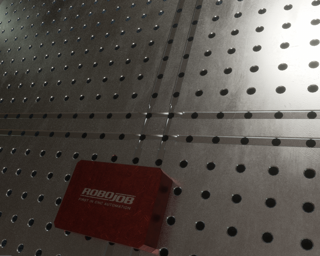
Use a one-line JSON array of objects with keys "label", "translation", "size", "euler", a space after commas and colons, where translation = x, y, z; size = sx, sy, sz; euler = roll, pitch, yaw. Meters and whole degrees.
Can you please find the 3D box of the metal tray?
[{"label": "metal tray", "translation": [-0.058, 0.090, 0.379], "size": [0.130, 0.030, 0.090], "euler": [2, 62, 28]}]
